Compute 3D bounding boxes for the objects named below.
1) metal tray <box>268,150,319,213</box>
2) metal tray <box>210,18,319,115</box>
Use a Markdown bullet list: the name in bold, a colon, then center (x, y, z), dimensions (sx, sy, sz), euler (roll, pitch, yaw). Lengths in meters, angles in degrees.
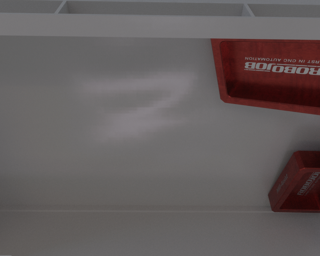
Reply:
- **metal tray**: center (0.229, 0.085, 0.467), dimensions (0.091, 0.030, 0.129), euler (1, 139, -2)
- **metal tray**: center (0.122, -0.062, 0.313), dimensions (0.130, 0.030, 0.090), euler (11, 138, 31)
